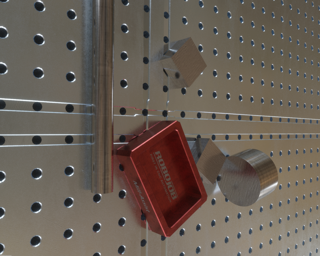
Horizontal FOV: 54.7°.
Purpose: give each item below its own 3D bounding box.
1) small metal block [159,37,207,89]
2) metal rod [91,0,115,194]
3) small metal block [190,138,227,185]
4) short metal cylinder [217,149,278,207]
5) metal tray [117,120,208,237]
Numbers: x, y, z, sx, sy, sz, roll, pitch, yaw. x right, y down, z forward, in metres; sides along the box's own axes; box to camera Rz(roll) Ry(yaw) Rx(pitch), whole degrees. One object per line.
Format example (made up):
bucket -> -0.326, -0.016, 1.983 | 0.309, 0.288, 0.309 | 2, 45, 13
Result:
small metal block -> 0.034, -0.092, 0.439 | 0.050, 0.025, 0.050 | -51, 120, -28
metal rod -> -0.065, -0.076, 0.355 | 0.025, 0.025, 0.298 | 0, 90, -40
small metal block -> 0.069, 0.050, 0.470 | 0.050, 0.025, 0.050 | 46, 63, -31
short metal cylinder -> 0.137, 0.077, 0.492 | 0.050, 0.080, 0.079 | -14, 99, -40
metal tray -> 0.008, 0.066, 0.414 | 0.091, 0.030, 0.129 | -34, 111, -35
